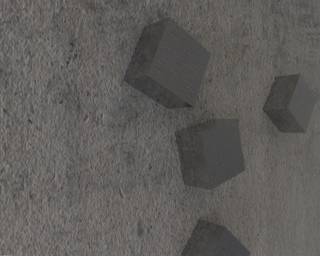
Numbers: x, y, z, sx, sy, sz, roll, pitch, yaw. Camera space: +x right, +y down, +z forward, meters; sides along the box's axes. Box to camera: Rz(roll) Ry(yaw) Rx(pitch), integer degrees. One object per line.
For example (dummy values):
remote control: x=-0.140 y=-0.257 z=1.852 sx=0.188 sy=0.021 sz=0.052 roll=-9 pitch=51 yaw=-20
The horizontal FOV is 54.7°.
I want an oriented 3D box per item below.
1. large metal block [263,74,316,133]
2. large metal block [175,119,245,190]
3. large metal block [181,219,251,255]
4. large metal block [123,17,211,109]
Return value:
large metal block: x=0.252 y=-0.046 z=0.599 sx=0.080 sy=0.050 sz=0.080 roll=41 pitch=65 yaw=-32
large metal block: x=0.074 y=0.034 z=0.450 sx=0.081 sy=0.050 sz=0.079 roll=-18 pitch=102 yaw=-39
large metal block: x=0.079 y=0.195 z=0.455 sx=0.080 sy=0.050 sz=0.080 roll=48 pitch=61 yaw=-29
large metal block: x=0.011 y=-0.079 z=0.397 sx=0.080 sy=0.050 sz=0.080 roll=30 pitch=71 yaw=-36
